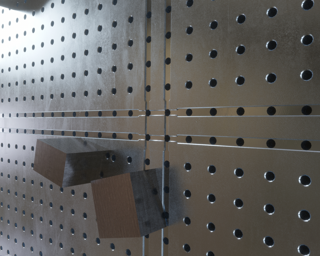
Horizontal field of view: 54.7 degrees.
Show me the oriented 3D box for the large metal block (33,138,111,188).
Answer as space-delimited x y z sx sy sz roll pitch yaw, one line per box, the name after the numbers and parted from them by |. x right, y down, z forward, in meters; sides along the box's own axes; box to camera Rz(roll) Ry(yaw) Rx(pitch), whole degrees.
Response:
-0.137 0.050 0.484 0.080 0.081 0.050 17 101 38 | large metal block

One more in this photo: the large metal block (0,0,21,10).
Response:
-0.326 -0.315 0.658 0.080 0.050 0.080 -27 74 36 | large metal block

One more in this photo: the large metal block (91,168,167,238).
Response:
-0.045 0.104 0.428 0.080 0.050 0.080 -18 79 38 | large metal block
